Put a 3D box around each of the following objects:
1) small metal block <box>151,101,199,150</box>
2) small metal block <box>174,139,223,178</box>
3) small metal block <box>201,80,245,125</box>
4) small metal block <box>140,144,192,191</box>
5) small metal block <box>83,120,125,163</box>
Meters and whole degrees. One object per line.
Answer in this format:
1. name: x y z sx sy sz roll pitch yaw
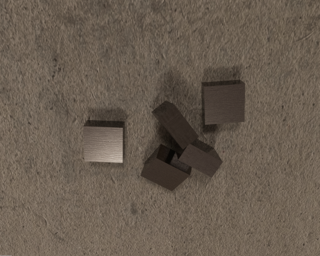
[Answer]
1. small metal block: 0.018 -0.005 0.392 0.025 0.050 0.050 -39 105 -1
2. small metal block: 0.049 0.034 0.409 0.050 0.050 0.025 29 103 -11
3. small metal block: 0.081 -0.033 0.399 0.050 0.025 0.050 -4 110 1
4. small metal block: 0.009 0.055 0.419 0.050 0.025 0.050 28 135 -10
5. small metal block: -0.074 0.018 0.415 0.050 0.025 0.050 2 110 -2
